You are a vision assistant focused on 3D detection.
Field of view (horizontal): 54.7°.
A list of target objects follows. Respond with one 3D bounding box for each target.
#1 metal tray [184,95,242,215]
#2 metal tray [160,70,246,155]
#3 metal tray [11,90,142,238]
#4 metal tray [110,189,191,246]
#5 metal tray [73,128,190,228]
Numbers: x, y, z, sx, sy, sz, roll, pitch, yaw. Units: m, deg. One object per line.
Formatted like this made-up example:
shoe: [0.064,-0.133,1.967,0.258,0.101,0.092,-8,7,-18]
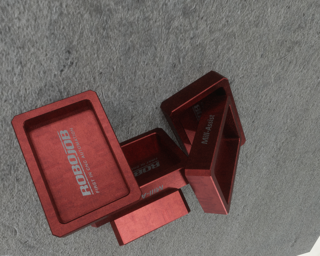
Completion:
metal tray: [0.074,0.032,0.398,0.090,0.030,0.130,63,36,-39]
metal tray: [0.066,-0.005,0.440,0.090,0.030,0.130,-34,129,-7]
metal tray: [-0.086,0.034,0.322,0.091,0.130,0.030,-22,166,-16]
metal tray: [-0.021,0.115,0.413,0.091,0.130,0.030,-22,82,-15]
metal tray: [-0.036,0.054,0.381,0.131,0.090,0.030,-23,127,-15]
